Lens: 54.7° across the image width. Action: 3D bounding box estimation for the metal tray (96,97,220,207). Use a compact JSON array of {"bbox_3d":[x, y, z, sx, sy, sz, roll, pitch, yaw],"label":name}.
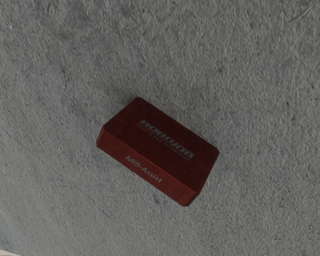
[{"bbox_3d":[0.001,0.024,0.380,0.130,0.090,0.030,34,129,5],"label":"metal tray"}]
